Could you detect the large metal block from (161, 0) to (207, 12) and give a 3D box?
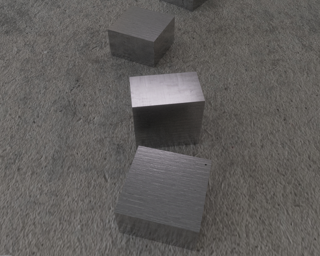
[{"bbox_3d":[0.056,-0.289,0.630,0.080,0.050,0.080,30,56,22],"label":"large metal block"}]

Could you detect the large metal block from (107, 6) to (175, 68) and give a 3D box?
[{"bbox_3d":[-0.029,-0.153,0.516,0.080,0.050,0.080,20,53,15],"label":"large metal block"}]

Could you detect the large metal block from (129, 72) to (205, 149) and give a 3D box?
[{"bbox_3d":[0.007,-0.020,0.384,0.081,0.080,0.050,-6,50,-5],"label":"large metal block"}]

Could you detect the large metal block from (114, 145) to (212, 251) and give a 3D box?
[{"bbox_3d":[0.006,0.072,0.326,0.080,0.050,0.080,11,51,9],"label":"large metal block"}]
